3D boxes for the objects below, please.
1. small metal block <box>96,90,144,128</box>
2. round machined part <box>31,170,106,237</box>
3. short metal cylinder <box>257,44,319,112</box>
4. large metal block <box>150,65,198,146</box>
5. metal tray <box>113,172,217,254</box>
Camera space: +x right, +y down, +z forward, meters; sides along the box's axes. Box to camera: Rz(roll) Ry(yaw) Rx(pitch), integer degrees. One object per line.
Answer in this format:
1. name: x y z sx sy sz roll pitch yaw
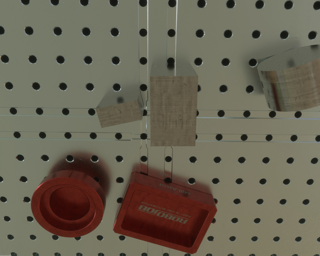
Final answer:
1. small metal block: -0.048 -0.025 0.390 0.050 0.050 0.025 -11 110 4
2. round machined part: -0.126 0.102 0.441 0.099 0.042 0.097 0 110 0
3. short metal cylinder: 0.161 -0.059 0.364 0.080 0.080 0.050 -20 109 7
4. large metal block: 0.015 -0.031 0.373 0.050 0.080 0.079 0 110 0
5. metal tray: 0.006 0.127 0.457 0.131 0.030 0.089 18 109 -7
